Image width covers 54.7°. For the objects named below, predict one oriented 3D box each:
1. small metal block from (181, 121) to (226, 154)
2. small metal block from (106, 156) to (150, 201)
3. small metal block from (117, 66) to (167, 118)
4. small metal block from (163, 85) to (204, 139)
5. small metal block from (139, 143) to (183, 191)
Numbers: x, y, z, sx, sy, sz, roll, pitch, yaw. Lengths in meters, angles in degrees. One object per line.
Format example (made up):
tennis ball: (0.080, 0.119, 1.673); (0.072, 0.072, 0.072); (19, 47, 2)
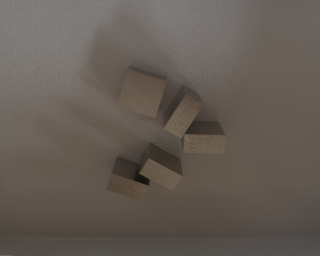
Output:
small metal block: (0.054, 0.011, 0.402); (0.050, 0.050, 0.025); (2, 110, -1)
small metal block: (-0.042, 0.068, 0.423); (0.050, 0.050, 0.025); (20, 109, -7)
small metal block: (-0.023, -0.046, 0.394); (0.050, 0.025, 0.050); (16, 109, -6)
small metal block: (0.028, -0.022, 0.390); (0.025, 0.050, 0.050); (29, 108, -10)
small metal block: (0.001, 0.051, 0.417); (0.050, 0.050, 0.025); (29, 108, -10)
